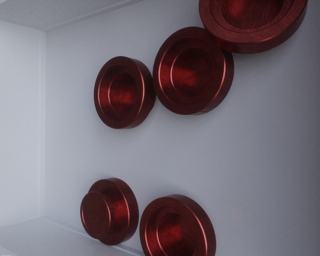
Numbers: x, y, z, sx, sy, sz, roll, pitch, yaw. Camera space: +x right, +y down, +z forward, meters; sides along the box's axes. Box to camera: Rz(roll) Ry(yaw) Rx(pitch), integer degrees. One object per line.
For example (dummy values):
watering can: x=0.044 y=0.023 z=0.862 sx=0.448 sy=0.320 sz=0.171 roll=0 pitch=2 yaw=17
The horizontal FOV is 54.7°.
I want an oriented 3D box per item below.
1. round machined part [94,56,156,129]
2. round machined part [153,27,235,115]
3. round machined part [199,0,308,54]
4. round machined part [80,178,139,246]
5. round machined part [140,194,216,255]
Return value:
round machined part: x=-0.044 y=-0.047 z=0.430 sx=0.098 sy=0.042 sz=0.097 roll=0 pitch=90 yaw=39
round machined part: x=0.042 y=-0.063 z=0.360 sx=0.098 sy=0.042 sz=0.097 roll=0 pitch=90 yaw=40
round machined part: x=0.091 y=-0.117 z=0.305 sx=0.098 sy=0.042 sz=0.098 roll=-5 pitch=74 yaw=19
round machined part: x=-0.081 y=0.125 z=0.460 sx=0.098 sy=0.042 sz=0.097 roll=0 pitch=90 yaw=39
round machined part: x=0.025 y=0.129 z=0.374 sx=0.098 sy=0.042 sz=0.097 roll=0 pitch=90 yaw=39
